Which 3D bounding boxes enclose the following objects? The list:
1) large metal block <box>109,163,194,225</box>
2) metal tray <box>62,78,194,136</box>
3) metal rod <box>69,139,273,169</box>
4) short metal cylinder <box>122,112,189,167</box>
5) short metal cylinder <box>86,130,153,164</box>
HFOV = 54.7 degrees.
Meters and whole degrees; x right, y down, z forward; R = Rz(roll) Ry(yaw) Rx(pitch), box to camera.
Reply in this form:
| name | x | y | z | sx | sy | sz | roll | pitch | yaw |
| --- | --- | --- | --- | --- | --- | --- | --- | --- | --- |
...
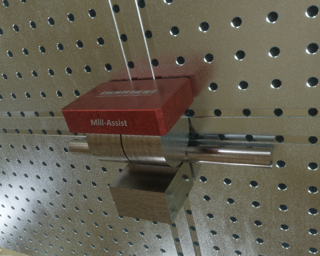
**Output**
| name | x | y | z | sx | sy | sz | roll | pitch | yaw |
| --- | --- | --- | --- | --- | --- | --- | --- | --- | --- |
| large metal block | -0.009 | 0.079 | 0.423 | 0.080 | 0.080 | 0.050 | 1 | 119 | 28 |
| metal tray | -0.037 | -0.027 | 0.367 | 0.130 | 0.090 | 0.030 | 1 | 119 | 27 |
| metal rod | -0.004 | 0.033 | 0.428 | 0.300 | 0.025 | 0.025 | 1 | 119 | 27 |
| short metal cylinder | -0.003 | 0.006 | 0.377 | 0.050 | 0.080 | 0.079 | 2 | 119 | 27 |
| short metal cylinder | -0.049 | 0.005 | 0.401 | 0.050 | 0.080 | 0.080 | 1 | 119 | 28 |
